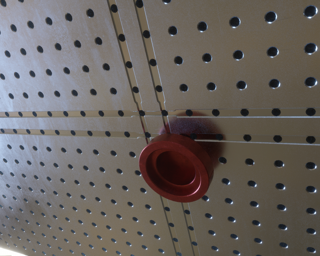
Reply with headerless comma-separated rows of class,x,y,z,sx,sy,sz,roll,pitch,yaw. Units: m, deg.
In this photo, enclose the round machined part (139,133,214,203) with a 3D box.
round machined part,0.025,0.049,0.416,0.098,0.042,0.097,13,124,20
